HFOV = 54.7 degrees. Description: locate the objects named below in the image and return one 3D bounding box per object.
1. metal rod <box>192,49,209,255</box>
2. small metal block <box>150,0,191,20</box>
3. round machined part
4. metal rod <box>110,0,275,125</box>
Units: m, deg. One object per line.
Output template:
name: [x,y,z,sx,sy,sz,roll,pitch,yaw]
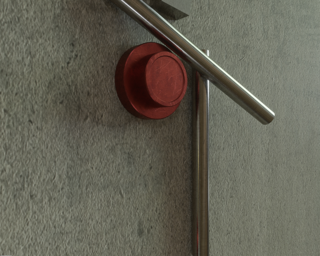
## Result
metal rod: [0.059,0.037,0.454,0.025,0.025,0.298,0,90,-40]
small metal block: [0.016,-0.181,0.417,0.050,0.025,0.050,11,83,-39]
round machined part: [-0.004,-0.059,0.390,0.099,0.042,0.097,0,90,-40]
metal rod: [0.056,-0.090,0.421,0.301,0.025,0.025,33,69,-26]
